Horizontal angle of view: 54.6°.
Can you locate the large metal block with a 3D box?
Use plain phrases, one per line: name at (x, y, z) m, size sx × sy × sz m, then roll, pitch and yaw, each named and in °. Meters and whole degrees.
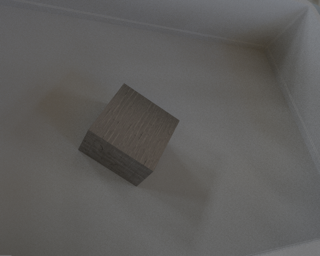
large metal block at (-0.035, 0.008, 0.366) m, size 0.080 × 0.050 × 0.080 m, roll 34°, pitch 51°, yaw -6°
